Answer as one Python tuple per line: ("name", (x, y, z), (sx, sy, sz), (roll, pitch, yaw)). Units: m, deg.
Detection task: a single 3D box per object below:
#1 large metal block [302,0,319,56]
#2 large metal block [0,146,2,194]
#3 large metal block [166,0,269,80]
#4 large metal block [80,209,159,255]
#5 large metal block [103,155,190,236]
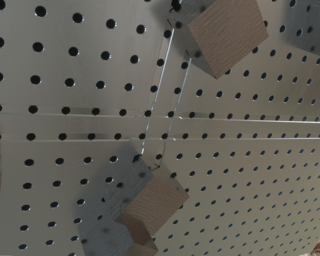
("large metal block", (0.259, -0.152, 0.441), (0.081, 0.050, 0.080), (-19, 126, -17))
("large metal block", (-0.212, 0.065, 0.319), (0.081, 0.050, 0.079), (3, 117, -30))
("large metal block", (0.068, -0.118, 0.358), (0.080, 0.050, 0.080), (-40, 129, -1))
("large metal block", (-0.061, 0.169, 0.446), (0.080, 0.080, 0.050), (-48, 129, 6))
("large metal block", (-0.019, 0.098, 0.445), (0.080, 0.050, 0.080), (-48, 129, 6))
